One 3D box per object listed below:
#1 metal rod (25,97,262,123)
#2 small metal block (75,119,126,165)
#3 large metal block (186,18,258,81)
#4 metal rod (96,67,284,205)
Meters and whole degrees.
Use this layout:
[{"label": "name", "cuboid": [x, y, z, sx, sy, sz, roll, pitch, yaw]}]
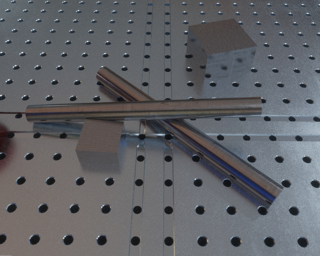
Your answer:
[{"label": "metal rod", "cuboid": [-0.027, -0.022, 0.399, 0.302, 0.025, 0.025, -1, 50, 9]}, {"label": "small metal block", "cuboid": [-0.074, 0.017, 0.393, 0.050, 0.025, 0.050, 4, 50, 3]}, {"label": "large metal block", "cuboid": [0.096, -0.128, 0.500, 0.081, 0.050, 0.080, -13, 51, -11]}, {"label": "metal rod", "cuboid": [0.022, -0.003, 0.410, 0.300, 0.025, 0.025, 36, 59, 26]}]
